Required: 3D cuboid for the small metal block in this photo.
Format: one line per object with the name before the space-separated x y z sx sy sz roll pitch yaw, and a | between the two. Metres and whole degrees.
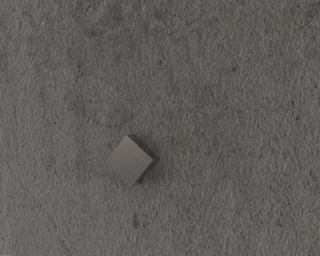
small metal block | -0.038 0.044 0.423 0.050 0.025 0.050 42 103 15
